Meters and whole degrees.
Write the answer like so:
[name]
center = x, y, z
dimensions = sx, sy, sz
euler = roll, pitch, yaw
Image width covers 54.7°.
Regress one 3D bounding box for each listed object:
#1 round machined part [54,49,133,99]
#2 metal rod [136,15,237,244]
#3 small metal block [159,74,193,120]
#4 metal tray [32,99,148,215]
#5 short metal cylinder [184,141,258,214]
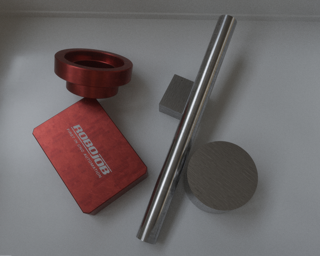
[round machined part]
center = -0.087, -0.071, 0.407
dimensions = 0.099, 0.042, 0.098
euler = 9, 26, -4
[metal rod]
center = 0.037, -0.006, 0.387
dimensions = 0.025, 0.025, 0.299
euler = 20, 80, 7
[small metal block]
center = 0.032, -0.039, 0.424
dimensions = 0.050, 0.025, 0.050
euler = 24, 72, 8
[metal tray]
center = -0.088, 0.032, 0.394
dimensions = 0.090, 0.030, 0.130
euler = -35, 74, -12
[short metal cylinder]
center = 0.071, 0.061, 0.375
dimensions = 0.081, 0.050, 0.080
euler = 0, 70, 0
